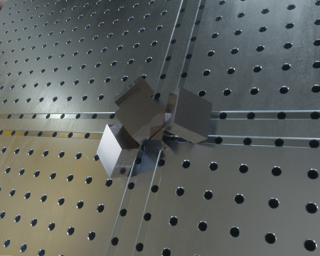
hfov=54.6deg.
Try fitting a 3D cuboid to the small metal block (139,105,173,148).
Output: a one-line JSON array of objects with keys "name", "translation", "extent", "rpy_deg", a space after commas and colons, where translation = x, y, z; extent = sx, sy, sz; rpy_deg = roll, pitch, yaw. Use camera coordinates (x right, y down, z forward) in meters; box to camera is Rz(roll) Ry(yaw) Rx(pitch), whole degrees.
[{"name": "small metal block", "translation": [-0.009, -0.003, 0.416], "extent": [0.050, 0.025, 0.050], "rpy_deg": [2, 65, 29]}]

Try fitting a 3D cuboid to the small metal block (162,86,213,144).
[{"name": "small metal block", "translation": [0.034, -0.015, 0.381], "extent": [0.025, 0.050, 0.050], "rpy_deg": [-29, 43, 53]}]

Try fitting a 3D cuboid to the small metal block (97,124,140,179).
[{"name": "small metal block", "translation": [-0.056, 0.029, 0.404], "extent": [0.050, 0.025, 0.050], "rpy_deg": [53, 130, 39]}]

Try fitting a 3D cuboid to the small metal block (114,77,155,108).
[{"name": "small metal block", "translation": [-0.038, -0.047, 0.442], "extent": [0.050, 0.025, 0.050], "rpy_deg": [-40, 15, 1]}]

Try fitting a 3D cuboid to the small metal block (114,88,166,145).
[{"name": "small metal block", "translation": [-0.023, -0.015, 0.398], "extent": [0.050, 0.025, 0.050], "rpy_deg": [-41, 51, -1]}]
